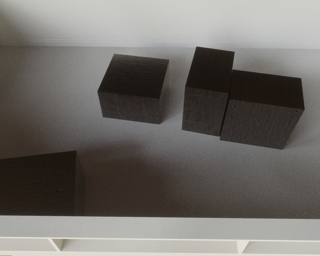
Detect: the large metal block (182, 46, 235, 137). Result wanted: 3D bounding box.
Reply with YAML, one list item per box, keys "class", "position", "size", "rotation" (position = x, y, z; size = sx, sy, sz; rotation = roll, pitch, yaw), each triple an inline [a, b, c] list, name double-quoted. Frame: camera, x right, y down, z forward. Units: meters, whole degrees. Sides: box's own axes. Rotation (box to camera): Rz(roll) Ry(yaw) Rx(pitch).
- class: "large metal block"
  position: [0.063, -0.048, 0.410]
  size: [0.050, 0.080, 0.080]
  rotation: [10, 51, 9]

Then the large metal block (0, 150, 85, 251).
- class: "large metal block"
  position: [-0.125, 0.075, 0.325]
  size: [0.081, 0.050, 0.080]
  rotation: [-6, 50, -6]

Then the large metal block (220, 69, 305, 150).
- class: "large metal block"
  position: [0.123, -0.021, 0.387]
  size: [0.080, 0.080, 0.050]
  rotation: [9, 53, 7]

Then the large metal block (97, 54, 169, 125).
- class: "large metal block"
  position: [-0.033, -0.056, 0.435]
  size: [0.080, 0.050, 0.080]
  rotation: [8, 50, 6]
